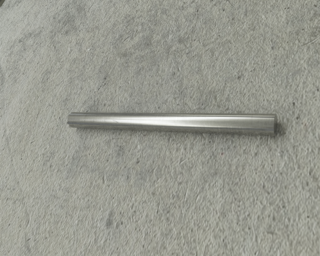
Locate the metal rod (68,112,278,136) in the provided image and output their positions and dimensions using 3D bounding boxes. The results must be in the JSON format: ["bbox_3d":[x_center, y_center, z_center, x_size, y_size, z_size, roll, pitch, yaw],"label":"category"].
[{"bbox_3d":[-0.004,-0.008,0.413,0.300,0.025,0.025,2,63,29],"label":"metal rod"}]
